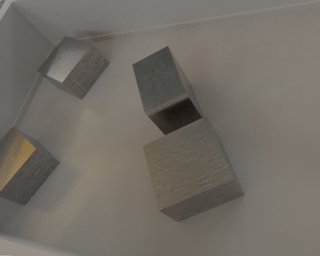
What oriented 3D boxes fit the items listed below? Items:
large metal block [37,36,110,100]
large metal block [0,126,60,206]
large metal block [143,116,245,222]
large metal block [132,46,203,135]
[{"bbox_3d":[-0.149,-0.105,0.532,0.080,0.050,0.080,25,75,37],"label":"large metal block"},{"bbox_3d":[-0.213,0.056,0.468,0.080,0.050,0.080,30,78,37],"label":"large metal block"},{"bbox_3d":[0.035,0.046,0.343,0.080,0.050,0.080,-26,53,12],"label":"large metal block"},{"bbox_3d":[0.013,-0.040,0.388,0.050,0.080,0.080,-25,53,13],"label":"large metal block"}]
